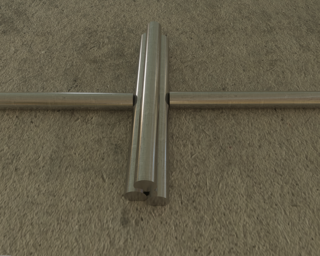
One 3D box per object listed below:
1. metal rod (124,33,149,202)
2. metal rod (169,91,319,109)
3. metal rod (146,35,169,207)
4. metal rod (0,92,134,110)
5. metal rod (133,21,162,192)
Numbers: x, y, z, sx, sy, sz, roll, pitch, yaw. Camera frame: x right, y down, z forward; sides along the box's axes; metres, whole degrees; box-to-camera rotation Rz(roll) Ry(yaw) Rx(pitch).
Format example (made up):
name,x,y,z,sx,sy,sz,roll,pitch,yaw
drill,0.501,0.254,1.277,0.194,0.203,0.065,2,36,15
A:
name,x,y,z,sx,sy,sz,roll,pitch,yaw
metal rod,-0.024,-0.039,0.438,0.025,0.025,0.300,1,50,0
metal rod,0.164,-0.040,0.440,0.302,0.025,0.025,0,50,-1
metal rod,0.000,-0.034,0.434,0.025,0.025,0.300,1,50,0
metal rod,-0.188,-0.038,0.434,0.302,0.025,0.025,0,50,0
metal rod,-0.013,-0.053,0.423,0.025,0.025,0.300,1,50,0
